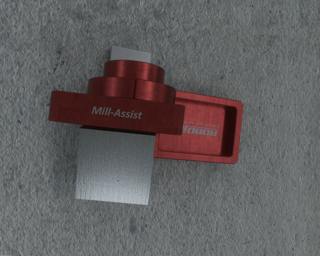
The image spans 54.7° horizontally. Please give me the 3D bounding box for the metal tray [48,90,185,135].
[{"bbox_3d":[-0.043,-0.014,0.342,0.131,0.090,0.030,6,89,-2],"label":"metal tray"}]

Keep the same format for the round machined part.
[{"bbox_3d":[-0.030,-0.048,0.349,0.099,0.098,0.042,6,88,-20],"label":"round machined part"}]

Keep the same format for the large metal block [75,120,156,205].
[{"bbox_3d":[-0.049,0.038,0.360,0.081,0.050,0.079,6,101,-3],"label":"large metal block"}]

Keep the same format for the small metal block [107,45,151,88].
[{"bbox_3d":[-0.042,-0.073,0.396,0.050,0.025,0.050,7,88,-20],"label":"small metal block"}]

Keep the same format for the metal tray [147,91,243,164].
[{"bbox_3d":[0.048,0.000,0.426,0.131,0.030,0.089,7,88,-20],"label":"metal tray"}]
